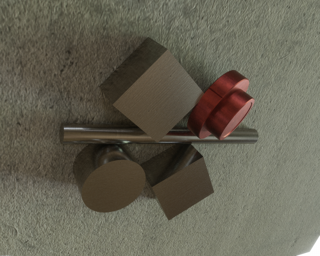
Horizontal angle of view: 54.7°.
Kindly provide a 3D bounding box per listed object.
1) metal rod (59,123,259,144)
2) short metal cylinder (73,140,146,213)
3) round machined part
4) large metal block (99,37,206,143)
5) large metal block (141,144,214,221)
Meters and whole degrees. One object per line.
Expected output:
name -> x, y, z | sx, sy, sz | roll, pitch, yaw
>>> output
metal rod -> 0.019, 0.010, 0.428 | 0.303, 0.025, 0.025 | 2, 118, -30
short metal cylinder -> -0.065, 0.060, 0.395 | 0.081, 0.050, 0.079 | -14, 125, -21
round machined part -> 0.084, -0.023, 0.401 | 0.098, 0.042, 0.098 | -41, 159, -19
large metal block -> -0.008, -0.043, 0.360 | 0.080, 0.050, 0.080 | -45, 130, 3
large metal block -> 0.025, 0.075, 0.454 | 0.080, 0.050, 0.080 | -29, 129, -10
